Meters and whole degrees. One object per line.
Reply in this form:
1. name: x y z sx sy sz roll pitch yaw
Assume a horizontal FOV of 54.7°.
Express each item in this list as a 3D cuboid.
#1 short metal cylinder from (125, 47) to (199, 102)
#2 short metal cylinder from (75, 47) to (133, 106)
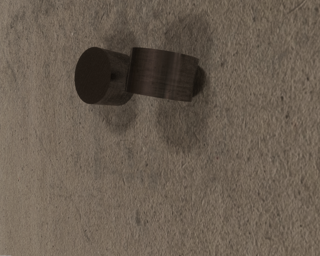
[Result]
1. short metal cylinder: 0.002 -0.062 0.366 0.080 0.081 0.050 16 100 38
2. short metal cylinder: -0.079 -0.073 0.452 0.080 0.050 0.079 0 90 39
